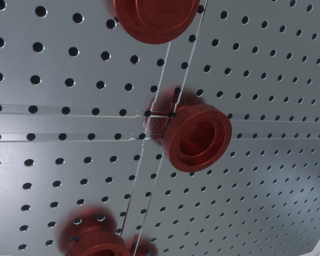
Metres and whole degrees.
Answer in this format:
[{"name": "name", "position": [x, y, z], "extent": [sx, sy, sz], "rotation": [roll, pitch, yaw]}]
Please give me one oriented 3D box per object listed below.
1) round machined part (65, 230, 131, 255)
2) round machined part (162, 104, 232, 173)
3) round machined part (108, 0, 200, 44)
[{"name": "round machined part", "position": [-0.098, 0.194, 0.466], "extent": [0.099, 0.042, 0.097], "rotation": [-14, 124, -21]}, {"name": "round machined part", "position": [0.047, 0.010, 0.432], "extent": [0.099, 0.042, 0.097], "rotation": [-14, 124, -21]}, {"name": "round machined part", "position": [0.000, -0.134, 0.317], "extent": [0.099, 0.042, 0.097], "rotation": [-14, 124, -21]}]
